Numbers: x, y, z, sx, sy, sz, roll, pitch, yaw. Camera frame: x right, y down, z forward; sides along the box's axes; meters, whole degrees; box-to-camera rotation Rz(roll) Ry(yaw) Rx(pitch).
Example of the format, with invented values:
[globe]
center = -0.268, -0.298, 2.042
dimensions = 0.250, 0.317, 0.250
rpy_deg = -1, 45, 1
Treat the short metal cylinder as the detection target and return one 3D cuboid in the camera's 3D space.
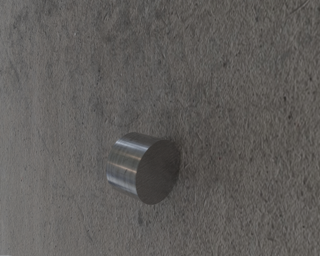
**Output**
[short metal cylinder]
center = -0.019, 0.049, 0.386
dimensions = 0.050, 0.081, 0.080
rpy_deg = 13, 98, 39
